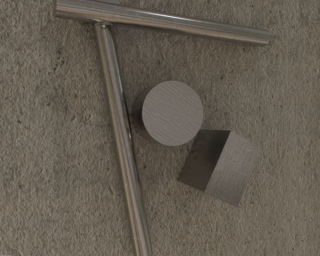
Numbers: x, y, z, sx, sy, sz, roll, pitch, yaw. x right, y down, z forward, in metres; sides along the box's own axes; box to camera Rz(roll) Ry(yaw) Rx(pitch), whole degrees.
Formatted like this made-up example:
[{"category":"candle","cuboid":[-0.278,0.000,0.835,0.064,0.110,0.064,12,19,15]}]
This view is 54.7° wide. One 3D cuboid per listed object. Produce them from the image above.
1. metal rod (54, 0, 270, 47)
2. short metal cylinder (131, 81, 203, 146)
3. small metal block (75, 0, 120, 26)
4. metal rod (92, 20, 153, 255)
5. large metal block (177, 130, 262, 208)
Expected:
[{"category":"metal rod","cuboid":[0.022,-0.134,0.402,0.303,0.025,0.025,-1,91,-26]},{"category":"short metal cylinder","cuboid":[0.008,-0.018,0.400,0.081,0.050,0.079,0,90,-21]},{"category":"small metal block","cuboid":[-0.082,-0.160,0.379,0.050,0.025,0.050,-25,98,-19]},{"category":"metal rod","cuboid":[-0.046,0.017,0.392,0.025,0.025,0.298,-11,94,-20]},{"category":"large metal block","cuboid":[0.075,0.049,0.409,0.050,0.080,0.080,28,81,-18]}]
